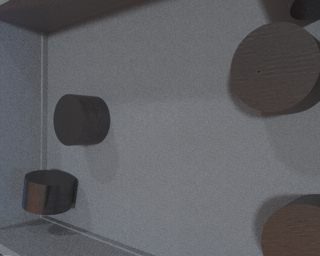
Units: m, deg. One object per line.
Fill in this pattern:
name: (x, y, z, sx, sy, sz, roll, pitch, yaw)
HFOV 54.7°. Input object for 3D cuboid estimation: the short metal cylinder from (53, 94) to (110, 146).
short metal cylinder: (-0.125, -0.012, 0.494, 0.080, 0.050, 0.080, 0, 90, 40)

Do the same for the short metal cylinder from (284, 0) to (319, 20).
short metal cylinder: (0.139, -0.135, 0.256, 0.080, 0.081, 0.050, -26, 74, 37)

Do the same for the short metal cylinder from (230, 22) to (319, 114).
short metal cylinder: (0.115, -0.054, 0.295, 0.080, 0.050, 0.080, 0, 90, 40)

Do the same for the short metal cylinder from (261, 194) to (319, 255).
short metal cylinder: (0.139, 0.103, 0.276, 0.080, 0.050, 0.080, 0, 90, 40)

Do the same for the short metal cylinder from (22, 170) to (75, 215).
short metal cylinder: (-0.189, 0.108, 0.528, 0.080, 0.081, 0.050, 15, 100, 39)
